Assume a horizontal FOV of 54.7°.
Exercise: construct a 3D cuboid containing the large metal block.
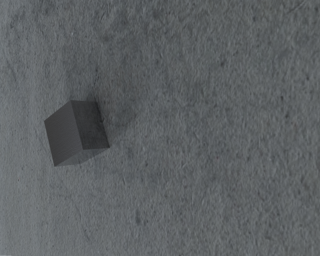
[{"bbox_3d":[-0.135,0.010,0.497,0.080,0.050,0.080,-28,73,36],"label":"large metal block"}]
